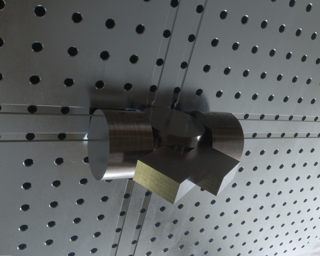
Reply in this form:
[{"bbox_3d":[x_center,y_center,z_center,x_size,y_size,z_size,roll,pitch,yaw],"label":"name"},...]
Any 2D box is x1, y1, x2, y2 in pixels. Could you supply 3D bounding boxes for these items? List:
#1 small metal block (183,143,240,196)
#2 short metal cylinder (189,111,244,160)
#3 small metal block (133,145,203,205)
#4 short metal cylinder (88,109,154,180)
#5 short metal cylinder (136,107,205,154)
[{"bbox_3d":[0.056,0.045,0.354,0.050,0.050,0.025,-24,135,-54],"label":"small metal block"},{"bbox_3d":[0.067,0.017,0.422,0.050,0.080,0.079,1,118,-28],"label":"short metal cylinder"},{"bbox_3d":[0.009,0.047,0.324,0.050,0.050,0.025,-25,136,-54],"label":"small metal block"},{"bbox_3d":[-0.048,0.019,0.360,0.050,0.080,0.079,1,118,-29],"label":"short metal cylinder"},{"bbox_3d":[0.011,0.013,0.389,0.081,0.080,0.050,1,118,-29],"label":"short metal cylinder"}]
